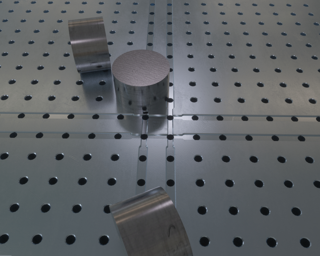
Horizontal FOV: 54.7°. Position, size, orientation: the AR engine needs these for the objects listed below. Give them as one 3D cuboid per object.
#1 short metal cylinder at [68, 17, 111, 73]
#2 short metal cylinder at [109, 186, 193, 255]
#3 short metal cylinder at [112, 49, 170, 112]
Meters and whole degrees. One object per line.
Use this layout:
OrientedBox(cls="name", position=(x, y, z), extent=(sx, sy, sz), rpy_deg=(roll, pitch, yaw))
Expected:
OrientedBox(cls="short metal cylinder", position=(-0.107, -0.128, 0.478), extent=(0.050, 0.080, 0.080), rpy_deg=(-10, 51, -8))
OrientedBox(cls="short metal cylinder", position=(-0.010, 0.101, 0.287), extent=(0.050, 0.080, 0.080), rpy_deg=(-19, 53, -15))
OrientedBox(cls="short metal cylinder", position=(-0.026, -0.069, 0.449), extent=(0.081, 0.050, 0.080), rpy_deg=(0, 50, 0))
